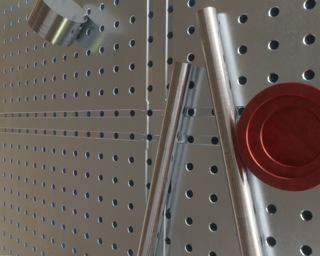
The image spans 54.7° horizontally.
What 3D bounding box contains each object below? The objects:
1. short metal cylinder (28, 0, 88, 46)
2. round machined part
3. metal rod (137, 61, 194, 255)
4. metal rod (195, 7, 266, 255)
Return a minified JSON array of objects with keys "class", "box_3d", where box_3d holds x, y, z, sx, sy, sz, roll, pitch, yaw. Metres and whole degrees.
[{"class":"short metal cylinder","box_3d":[-0.169,-0.182,0.513,0.050,0.081,0.080,-47,62,30]},{"class":"round machined part","box_3d":[0.127,0.007,0.293,0.098,0.042,0.097,0,90,40]},{"class":"metal rod","box_3d":[0.002,0.064,0.407,0.025,0.025,0.298,18,101,38]},{"class":"metal rod","box_3d":[0.078,0.010,0.344,0.025,0.025,0.298,-15,80,39]}]
